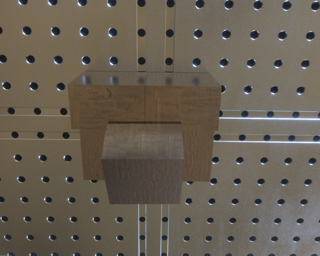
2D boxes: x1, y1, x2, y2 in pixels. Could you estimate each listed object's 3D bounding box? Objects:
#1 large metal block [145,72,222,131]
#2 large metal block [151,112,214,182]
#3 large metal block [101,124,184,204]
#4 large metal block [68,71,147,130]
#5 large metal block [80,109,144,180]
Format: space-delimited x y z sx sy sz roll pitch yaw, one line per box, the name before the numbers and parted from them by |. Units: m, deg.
large metal block | 0.024 -0.034 0.371 0.081 0.080 0.050 1 110 -1
large metal block | 0.025 0.022 0.406 0.081 0.050 0.079 1 110 -1
large metal block | -0.017 0.041 0.344 0.081 0.050 0.079 0 134 -1
large metal block | -0.057 -0.035 0.369 0.081 0.080 0.050 1 110 -1
large metal block | -0.057 0.021 0.405 0.081 0.050 0.079 1 110 -1
